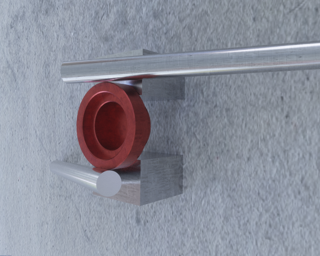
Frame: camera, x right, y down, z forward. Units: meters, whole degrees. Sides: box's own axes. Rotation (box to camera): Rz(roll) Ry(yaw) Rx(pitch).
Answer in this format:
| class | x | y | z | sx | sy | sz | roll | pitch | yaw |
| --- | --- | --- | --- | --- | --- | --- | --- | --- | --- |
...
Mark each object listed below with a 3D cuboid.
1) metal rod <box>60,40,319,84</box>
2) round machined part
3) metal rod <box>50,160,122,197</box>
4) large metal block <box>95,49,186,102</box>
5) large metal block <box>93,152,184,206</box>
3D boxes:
| class | x | y | z | sx | sy | sz | roll | pitch | yaw |
| --- | --- | --- | --- | --- | --- | --- | --- | --- | --- |
| metal rod | 0.040 | -0.063 | 0.302 | 0.301 | 0.025 | 0.025 | 0 | 90 | 17 |
| round machined part | -0.049 | -0.002 | 0.357 | 0.098 | 0.042 | 0.097 | 0 | 90 | 39 |
| metal rod | -0.118 | 0.062 | 0.429 | 0.299 | 0.025 | 0.025 | -7 | 85 | 62 |
| large metal block | -0.024 | -0.061 | 0.388 | 0.080 | 0.081 | 0.050 | 2 | 91 | 39 |
| large metal block | -0.026 | 0.058 | 0.390 | 0.080 | 0.081 | 0.050 | 2 | 91 | 39 |
